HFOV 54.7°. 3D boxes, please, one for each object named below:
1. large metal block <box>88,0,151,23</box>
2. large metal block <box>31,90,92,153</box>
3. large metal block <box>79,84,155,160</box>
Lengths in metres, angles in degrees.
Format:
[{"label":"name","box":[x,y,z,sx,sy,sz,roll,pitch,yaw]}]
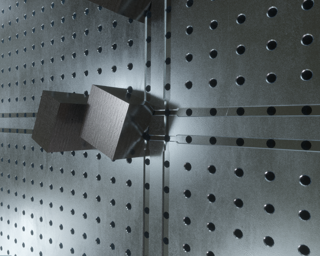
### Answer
[{"label":"large metal block","box":[-0.053,-0.204,0.434,0.080,0.050,0.079,35,111,34]},{"label":"large metal block","box":[-0.145,-0.010,0.490,0.050,0.081,0.079,31,109,35]},{"label":"large metal block","box":[-0.063,-0.010,0.443,0.080,0.050,0.079,29,108,36]}]
